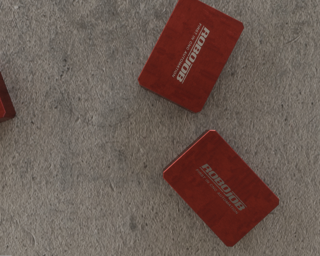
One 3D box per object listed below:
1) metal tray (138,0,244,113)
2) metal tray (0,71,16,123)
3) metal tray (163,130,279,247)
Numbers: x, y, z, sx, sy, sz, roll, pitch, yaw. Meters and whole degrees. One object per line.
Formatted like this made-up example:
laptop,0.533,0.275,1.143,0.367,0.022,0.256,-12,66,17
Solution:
metal tray,0.039,-0.095,0.408,0.090,0.030,0.130,27,90,0
metal tray,-0.270,-0.035,0.405,0.131,0.030,0.090,-20,90,0
metal tray,0.078,0.077,0.408,0.090,0.030,0.130,-43,90,0
